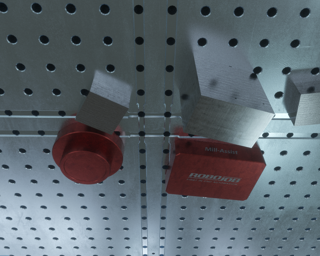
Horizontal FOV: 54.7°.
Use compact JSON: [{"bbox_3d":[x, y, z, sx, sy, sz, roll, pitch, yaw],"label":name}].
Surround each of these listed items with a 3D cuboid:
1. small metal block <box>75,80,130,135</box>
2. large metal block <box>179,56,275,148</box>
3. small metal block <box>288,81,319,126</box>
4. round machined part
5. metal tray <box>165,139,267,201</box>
[{"bbox_3d":[-0.072,-0.025,0.390,0.050,0.025,0.050,24,126,-19],"label":"small metal block"},{"bbox_3d":[0.070,-0.030,0.351,0.081,0.080,0.050,13,129,-11],"label":"large metal block"},{"bbox_3d":[0.194,-0.031,0.388,0.050,0.025,0.050,-5,130,4],"label":"small metal block"},{"bbox_3d":[-0.101,0.042,0.435,0.099,0.042,0.097,-1,130,0],"label":"round machined part"},{"bbox_3d":[0.079,0.066,0.466,0.131,0.030,0.089,7,130,-7],"label":"metal tray"}]
